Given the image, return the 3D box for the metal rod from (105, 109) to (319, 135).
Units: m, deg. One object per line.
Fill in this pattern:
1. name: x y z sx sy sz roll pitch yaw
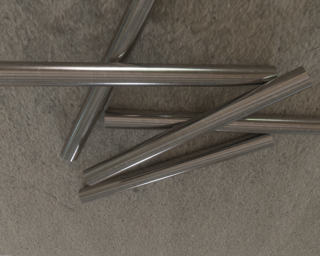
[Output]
1. metal rod: 0.082 -0.007 0.402 0.302 0.025 0.025 2 130 -2

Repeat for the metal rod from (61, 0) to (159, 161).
1. metal rod: -0.057 -0.064 0.352 0.025 0.025 0.298 22 127 -18

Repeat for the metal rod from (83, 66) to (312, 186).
1. metal rod: 0.029 0.007 0.379 0.300 0.025 0.025 -26 126 20

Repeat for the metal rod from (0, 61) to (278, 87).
1. metal rod: -0.019 -0.057 0.330 0.302 0.025 0.025 -1 131 -11

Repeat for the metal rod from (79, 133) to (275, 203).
1. metal rod: 0.014 0.061 0.459 0.301 0.025 0.025 -19 128 15
